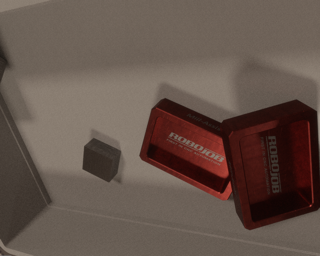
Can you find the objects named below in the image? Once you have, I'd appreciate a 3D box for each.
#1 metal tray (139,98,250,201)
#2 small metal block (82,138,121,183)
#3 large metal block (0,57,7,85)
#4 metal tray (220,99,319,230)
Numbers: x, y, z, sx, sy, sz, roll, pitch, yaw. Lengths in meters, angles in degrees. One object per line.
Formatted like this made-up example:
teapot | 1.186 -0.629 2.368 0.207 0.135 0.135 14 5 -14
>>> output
metal tray | 0.044 0.028 0.398 0.130 0.030 0.089 25 127 12
small metal block | -0.092 0.051 0.487 0.050 0.025 0.050 24 127 13
large metal block | -0.283 -0.079 0.448 0.050 0.080 0.080 -2 160 26
metal tray | 0.123 0.043 0.338 0.091 0.030 0.129 -16 114 -1
